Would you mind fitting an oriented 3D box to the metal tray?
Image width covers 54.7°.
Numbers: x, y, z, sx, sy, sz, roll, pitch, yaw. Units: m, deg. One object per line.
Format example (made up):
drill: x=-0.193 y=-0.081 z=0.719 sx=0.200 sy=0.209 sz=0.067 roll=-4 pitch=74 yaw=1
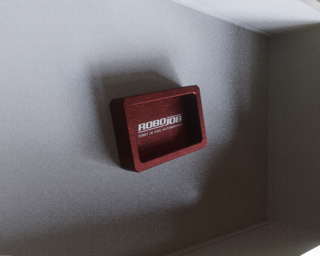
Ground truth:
metal tray: x=0.003 y=-0.004 z=0.408 sx=0.131 sy=0.030 sz=0.089 roll=-16 pitch=100 yaw=-39
